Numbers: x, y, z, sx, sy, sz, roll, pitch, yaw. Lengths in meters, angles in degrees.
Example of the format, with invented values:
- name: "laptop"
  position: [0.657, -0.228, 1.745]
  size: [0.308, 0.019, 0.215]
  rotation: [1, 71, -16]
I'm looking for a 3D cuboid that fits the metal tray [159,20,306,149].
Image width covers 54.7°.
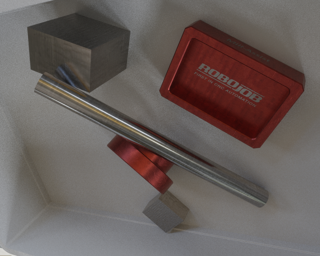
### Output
- name: "metal tray"
  position: [0.074, -0.046, 0.337]
  size: [0.130, 0.030, 0.089]
  rotation: [30, 128, 8]

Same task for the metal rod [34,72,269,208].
- name: "metal rod"
  position: [0.001, 0.021, 0.364]
  size: [0.301, 0.025, 0.025]
  rotation: [28, 130, -13]

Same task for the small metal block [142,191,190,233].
- name: "small metal block"
  position: [0.009, 0.129, 0.483]
  size: [0.050, 0.025, 0.050]
  rotation: [41, 129, -1]

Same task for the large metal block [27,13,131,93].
- name: "large metal block"
  position: [-0.092, -0.092, 0.363]
  size: [0.080, 0.080, 0.050]
  rotation: [22, 127, 14]

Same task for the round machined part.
- name: "round machined part"
  position: [-0.019, 0.040, 0.410]
  size: [0.098, 0.042, 0.098]
  rotation: [40, 171, 8]
